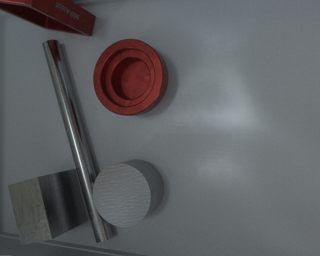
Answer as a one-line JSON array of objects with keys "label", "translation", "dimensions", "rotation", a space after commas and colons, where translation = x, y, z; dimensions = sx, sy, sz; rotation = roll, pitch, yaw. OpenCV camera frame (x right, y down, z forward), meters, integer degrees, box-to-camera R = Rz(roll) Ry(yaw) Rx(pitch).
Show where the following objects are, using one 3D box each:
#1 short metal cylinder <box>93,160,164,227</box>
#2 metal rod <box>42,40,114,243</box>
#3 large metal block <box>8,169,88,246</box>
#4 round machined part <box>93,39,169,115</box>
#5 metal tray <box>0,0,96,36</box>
[{"label": "short metal cylinder", "translation": [-0.040, 0.084, 0.410], "dimensions": [0.080, 0.050, 0.079], "rotation": [0, 90, 19]}, {"label": "metal rod", "translation": [-0.121, 0.015, 0.451], "dimensions": [0.025, 0.025, 0.299], "rotation": [-19, 84, 19]}, {"label": "large metal block", "translation": [-0.154, 0.107, 0.434], "dimensions": [0.050, 0.080, 0.080], "rotation": [-17, 85, 19]}, {"label": "round machined part", "translation": [-0.035, -0.065, 0.413], "dimensions": [0.098, 0.042, 0.097], "rotation": [0, 90, 19]}, {"label": "metal tray", "translation": [-0.159, -0.159, 0.409], "dimensions": [0.090, 0.130, 0.030], "rotation": [14, 95, 19]}]
